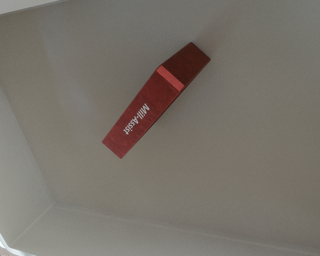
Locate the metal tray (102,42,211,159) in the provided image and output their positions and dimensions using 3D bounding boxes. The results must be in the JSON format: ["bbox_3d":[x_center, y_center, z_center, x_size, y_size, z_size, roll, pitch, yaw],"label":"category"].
[{"bbox_3d":[-0.005,-0.030,0.351,0.030,0.090,0.129,42,129,-1],"label":"metal tray"}]
